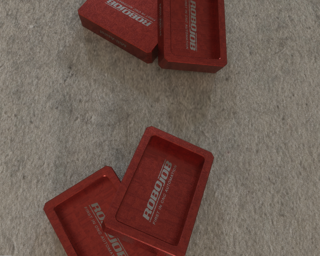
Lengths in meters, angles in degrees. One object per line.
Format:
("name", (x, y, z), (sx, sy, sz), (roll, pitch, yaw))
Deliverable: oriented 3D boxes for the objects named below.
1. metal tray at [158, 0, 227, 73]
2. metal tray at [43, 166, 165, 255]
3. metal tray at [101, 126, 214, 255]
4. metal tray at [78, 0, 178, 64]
("metal tray", (0.044, -0.146, 0.434), (0.091, 0.030, 0.129), (2, 81, -16))
("metal tray", (-0.063, 0.121, 0.360), (0.090, 0.030, 0.130), (-32, 73, -11))
("metal tray", (0.001, 0.071, 0.356), (0.090, 0.030, 0.130), (24, 58, -2))
("metal tray", (-0.044, -0.165, 0.465), (0.130, 0.030, 0.090), (32, 73, 10))
